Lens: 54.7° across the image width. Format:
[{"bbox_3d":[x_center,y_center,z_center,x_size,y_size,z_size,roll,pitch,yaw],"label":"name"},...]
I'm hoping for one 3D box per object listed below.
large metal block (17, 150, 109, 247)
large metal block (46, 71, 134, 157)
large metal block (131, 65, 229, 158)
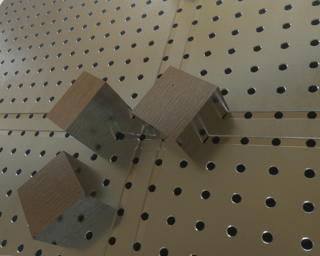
[{"bbox_3d":[-0.127,0.090,0.401,0.080,0.050,0.080,-41,51,0],"label":"large metal block"},{"bbox_3d":[-0.093,-0.018,0.431,0.050,0.080,0.080,29,78,37],"label":"large metal block"},{"bbox_3d":[0.025,-0.022,0.391,0.080,0.050,0.080,33,80,37],"label":"large metal block"}]
